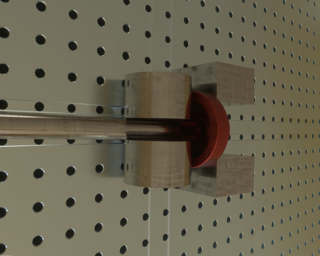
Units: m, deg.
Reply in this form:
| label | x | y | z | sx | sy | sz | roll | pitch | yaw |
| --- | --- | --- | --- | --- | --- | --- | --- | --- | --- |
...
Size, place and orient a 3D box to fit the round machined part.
| label | x | y | z | sx | sy | sz | roll | pitch | yaw |
| --- | --- | --- | --- | --- | --- | --- | --- | --- | --- |
| round machined part | 0.051 | 0.002 | 0.404 | 0.042 | 0.098 | 0.097 | 1 | 90 | -40 |

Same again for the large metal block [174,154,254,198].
| label | x | y | z | sx | sy | sz | roll | pitch | yaw |
| --- | --- | --- | --- | --- | --- | --- | --- | --- | --- |
| large metal block | 0.074 | 0.062 | 0.437 | 0.081 | 0.080 | 0.050 | 3 | 88 | -40 |

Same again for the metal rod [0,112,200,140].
| label | x | y | z | sx | sy | sz | roll | pitch | yaw |
| --- | --- | --- | --- | --- | --- | --- | --- | --- | --- |
| metal rod | -0.076 | 0.000 | 0.330 | 0.302 | 0.025 | 0.025 | 2 | 89 | -36 |

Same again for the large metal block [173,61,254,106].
| label | x | y | z | sx | sy | sz | roll | pitch | yaw |
| --- | --- | --- | --- | --- | --- | --- | --- | --- | --- |
| large metal block | 0.075 | -0.058 | 0.437 | 0.081 | 0.080 | 0.050 | 0 | 91 | -40 |

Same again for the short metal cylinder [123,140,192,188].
| label | x | y | z | sx | sy | sz | roll | pitch | yaw |
| --- | --- | --- | --- | --- | --- | --- | --- | --- | --- |
| short metal cylinder | -0.003 | 0.039 | 0.370 | 0.081 | 0.080 | 0.050 | 2 | 90 | -40 |

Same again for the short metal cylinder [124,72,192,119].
| label | x | y | z | sx | sy | sz | roll | pitch | yaw |
| --- | --- | --- | --- | --- | --- | --- | --- | --- | --- |
| short metal cylinder | -0.002 | -0.036 | 0.371 | 0.081 | 0.080 | 0.050 | 1 | 90 | -40 |
